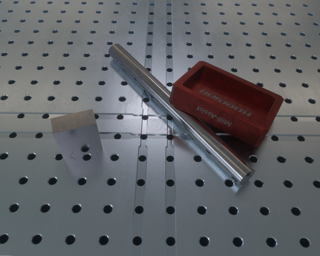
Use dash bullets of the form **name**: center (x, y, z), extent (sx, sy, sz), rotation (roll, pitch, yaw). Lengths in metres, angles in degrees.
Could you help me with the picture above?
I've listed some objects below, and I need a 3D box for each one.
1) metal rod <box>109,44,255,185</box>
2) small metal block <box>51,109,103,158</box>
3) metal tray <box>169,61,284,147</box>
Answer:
- **metal rod**: center (0.013, -0.036, 0.437), extent (0.025, 0.025, 0.300), rotation (-29, 56, -22)
- **small metal block**: center (-0.102, 0.008, 0.384), extent (0.050, 0.050, 0.025), rotation (-14, 52, -12)
- **metal tray**: center (0.090, -0.038, 0.417), extent (0.130, 0.030, 0.090), rotation (28, 44, 16)
